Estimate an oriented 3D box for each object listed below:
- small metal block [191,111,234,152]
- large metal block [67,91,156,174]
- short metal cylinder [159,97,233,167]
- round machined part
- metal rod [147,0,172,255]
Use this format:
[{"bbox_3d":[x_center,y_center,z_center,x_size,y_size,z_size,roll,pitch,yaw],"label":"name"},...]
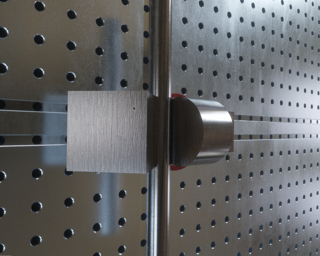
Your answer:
[{"bbox_3d":[0.066,0.004,0.396,0.025,0.050,0.050,2,89,-40],"label":"small metal block"},{"bbox_3d":[-0.049,0.004,0.327,0.050,0.080,0.079,4,87,-81],"label":"large metal block"},{"bbox_3d":[0.039,0.004,0.369,0.050,0.080,0.079,1,90,-40],"label":"short metal cylinder"},{"bbox_3d":[0.008,0.004,0.405,0.099,0.042,0.097,0,90,-40],"label":"round machined part"},{"bbox_3d":[0.000,-0.003,0.357,0.025,0.025,0.298,1,89,-40],"label":"metal rod"}]
